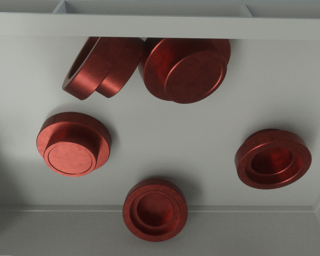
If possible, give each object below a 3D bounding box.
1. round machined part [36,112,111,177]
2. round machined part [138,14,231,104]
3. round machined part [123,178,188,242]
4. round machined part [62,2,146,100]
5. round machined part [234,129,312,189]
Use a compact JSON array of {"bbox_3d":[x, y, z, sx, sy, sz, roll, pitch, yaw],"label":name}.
[{"bbox_3d":[-0.118,0.029,0.421,0.099,0.042,0.097,-1,130,0],"label":"round machined part"},{"bbox_3d":[0.030,-0.063,0.323,0.099,0.042,0.097,-15,142,-12],"label":"round machined part"},{"bbox_3d":[-0.007,0.124,0.487,0.099,0.042,0.097,0,103,1],"label":"round machined part"},{"bbox_3d":[-0.051,-0.068,0.302,0.042,0.098,0.098,32,123,-24],"label":"round machined part"},{"bbox_3d":[0.154,0.039,0.434,0.099,0.042,0.097,-1,130,0],"label":"round machined part"}]
